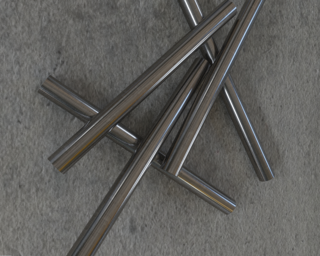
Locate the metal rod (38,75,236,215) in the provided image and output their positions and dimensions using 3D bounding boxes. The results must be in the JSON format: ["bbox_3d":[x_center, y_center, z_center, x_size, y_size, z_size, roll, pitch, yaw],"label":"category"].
[{"bbox_3d":[-0.017,0.031,0.403,0.301,0.025,0.025,35,79,-17],"label":"metal rod"}]

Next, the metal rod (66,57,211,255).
[{"bbox_3d":[-0.016,0.029,0.375,0.025,0.025,0.300,39,68,-16],"label":"metal rod"}]

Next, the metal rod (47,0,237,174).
[{"bbox_3d":[-0.010,-0.060,0.378,0.301,0.025,0.025,-44,104,-15],"label":"metal rod"}]

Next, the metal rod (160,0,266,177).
[{"bbox_3d":[0.079,-0.075,0.411,0.025,0.025,0.299,31,80,-18],"label":"metal rod"}]

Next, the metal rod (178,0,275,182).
[{"bbox_3d":[0.097,-0.057,0.446,0.025,0.025,0.299,-30,100,-18],"label":"metal rod"}]
